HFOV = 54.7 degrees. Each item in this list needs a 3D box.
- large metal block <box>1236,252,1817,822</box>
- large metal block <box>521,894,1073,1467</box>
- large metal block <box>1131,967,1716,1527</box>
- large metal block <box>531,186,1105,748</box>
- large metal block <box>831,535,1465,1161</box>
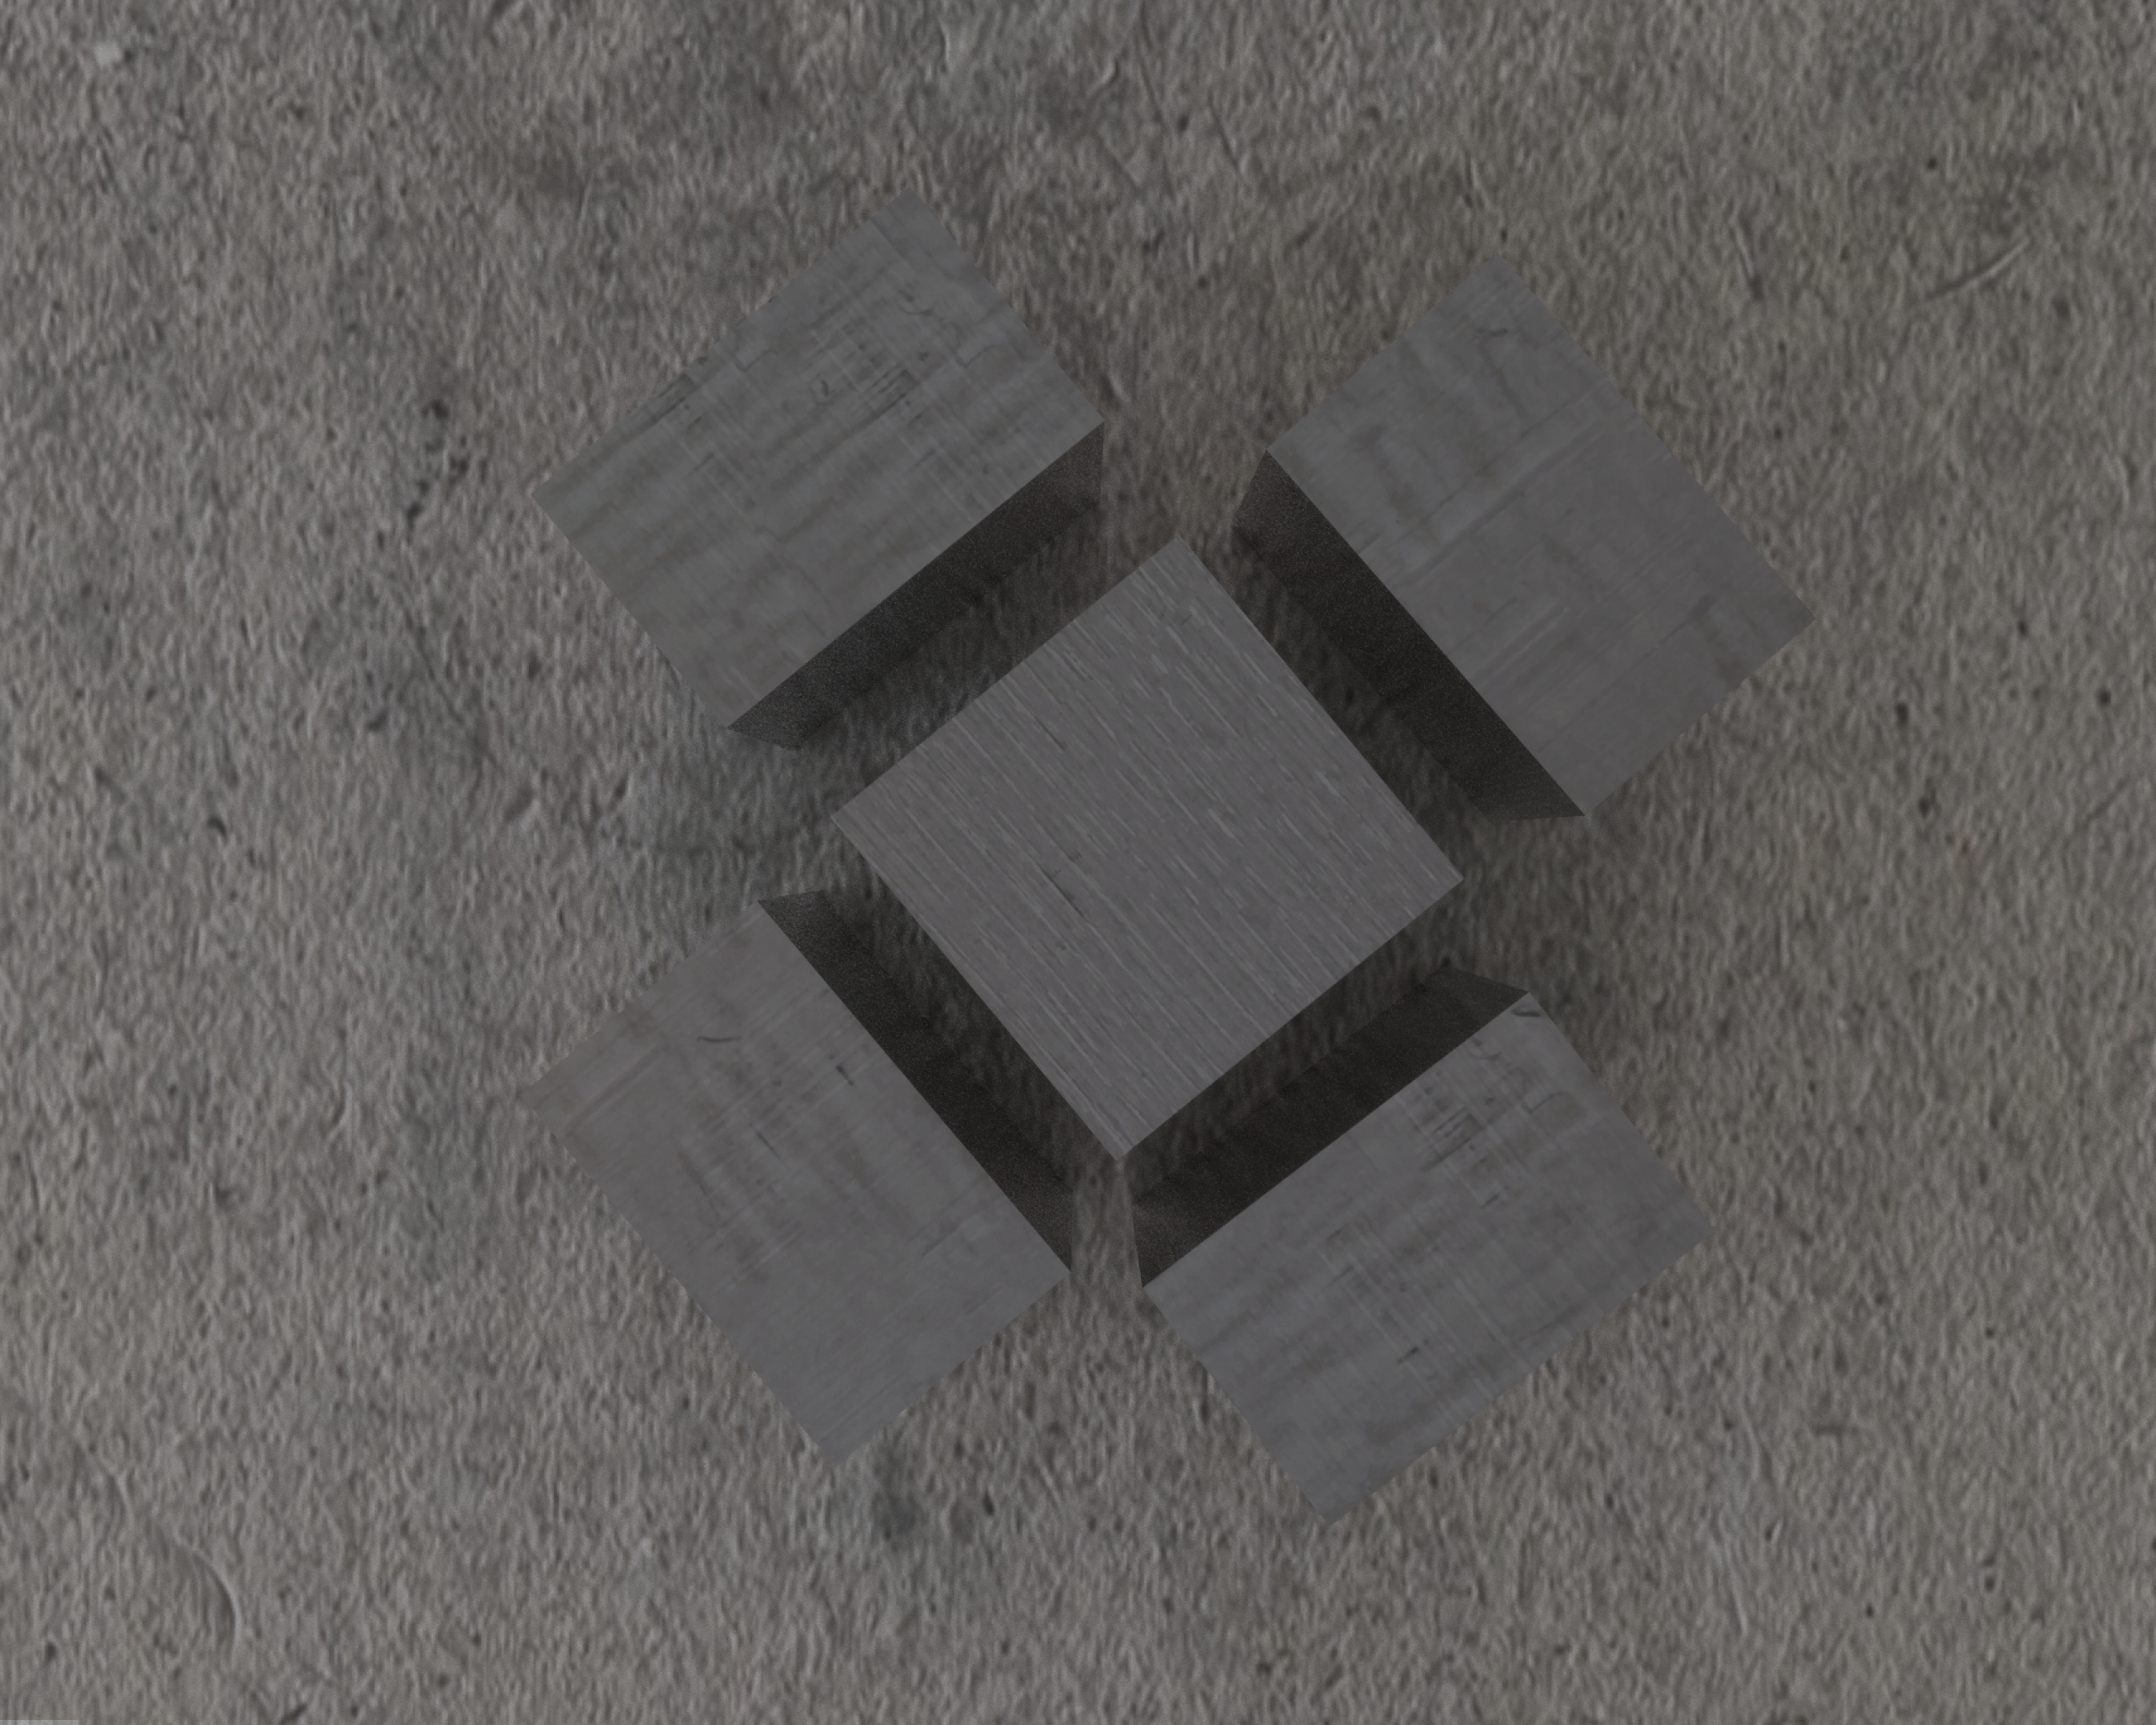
[{"bbox_3d":[0.076,-0.054,0.383,0.050,0.080,0.080,-41,90,0],"label":"large metal block"},{"bbox_3d":[-0.046,0.052,0.382,0.050,0.080,0.080,-40,90,0],"label":"large metal block"},{"bbox_3d":[0.058,0.065,0.383,0.080,0.080,0.050,-38,90,0],"label":"large metal block"},{"bbox_3d":[-0.043,-0.067,0.382,0.080,0.080,0.050,-39,90,0],"label":"large metal block"},{"bbox_3d":[0.013,-0.003,0.397,0.080,0.050,0.080,-39,90,0],"label":"large metal block"}]
